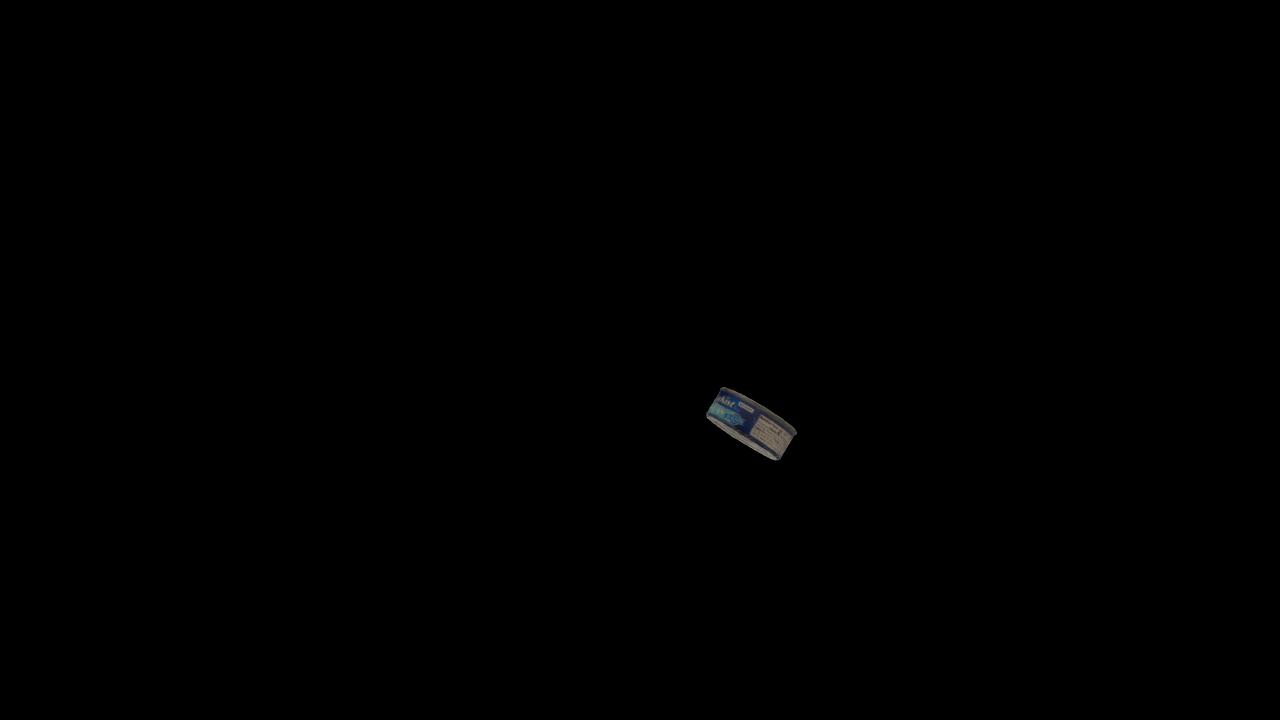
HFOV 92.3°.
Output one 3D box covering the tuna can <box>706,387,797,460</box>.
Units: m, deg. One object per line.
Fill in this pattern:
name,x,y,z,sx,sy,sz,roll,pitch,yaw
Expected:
tuna can,0.106,0.062,0.596,0.084,0.034,0.084,33,-5,3
